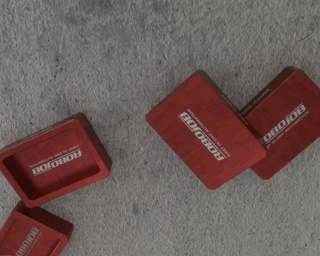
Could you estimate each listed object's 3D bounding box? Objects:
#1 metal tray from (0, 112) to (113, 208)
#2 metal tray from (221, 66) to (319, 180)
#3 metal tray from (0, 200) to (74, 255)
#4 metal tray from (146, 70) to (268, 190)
[{"bbox_3d":[-0.143,0.045,0.422,0.130,0.030,0.090,-24,109,8],"label":"metal tray"},{"bbox_3d":[0.155,-0.004,0.407,0.090,0.030,0.130,41,105,-14],"label":"metal tray"},{"bbox_3d":[-0.203,0.182,0.472,0.090,0.030,0.129,32,107,-11],"label":"metal tray"},{"bbox_3d":[0.058,0.004,0.388,0.090,0.030,0.130,-40,96,24],"label":"metal tray"}]
